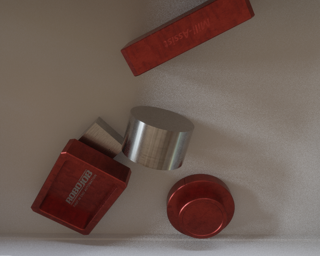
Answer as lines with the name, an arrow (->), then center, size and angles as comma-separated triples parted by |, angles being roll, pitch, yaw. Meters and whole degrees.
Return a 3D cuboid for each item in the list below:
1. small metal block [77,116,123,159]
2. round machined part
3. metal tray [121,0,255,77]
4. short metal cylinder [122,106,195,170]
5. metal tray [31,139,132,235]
small metal block -> -0.082, 0.022, 0.418 | 0.050, 0.025, 0.050 | -43, 105, 14
round machined part -> 0.059, 0.119, 0.447 | 0.099, 0.042, 0.097 | 0, 110, -1
metal tray -> 0.026, -0.106, 0.338 | 0.130, 0.090, 0.030 | -25, 108, 8
short metal cylinder -> -0.003, 0.010, 0.386 | 0.081, 0.080, 0.050 | 14, 110, -6
metal tray -> -0.109, 0.085, 0.421 | 0.090, 0.030, 0.129 | 30, 122, -11
